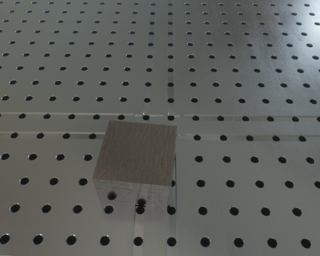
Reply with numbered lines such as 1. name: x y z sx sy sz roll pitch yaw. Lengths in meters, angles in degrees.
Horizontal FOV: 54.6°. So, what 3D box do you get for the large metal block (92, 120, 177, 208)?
1. large metal block: -0.025 0.041 0.357 0.080 0.050 0.080 5 50 4
